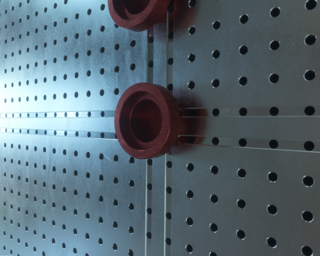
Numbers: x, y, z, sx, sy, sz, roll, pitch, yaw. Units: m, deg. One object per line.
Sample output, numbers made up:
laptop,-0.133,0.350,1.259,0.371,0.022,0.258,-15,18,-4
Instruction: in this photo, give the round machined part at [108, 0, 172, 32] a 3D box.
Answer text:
round machined part,-0.022,-0.179,0.418,0.098,0.042,0.097,0,90,40

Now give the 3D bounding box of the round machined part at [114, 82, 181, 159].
round machined part,-0.012,-0.009,0.409,0.098,0.042,0.097,0,90,40
